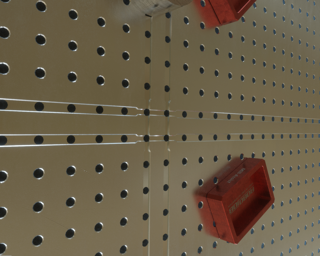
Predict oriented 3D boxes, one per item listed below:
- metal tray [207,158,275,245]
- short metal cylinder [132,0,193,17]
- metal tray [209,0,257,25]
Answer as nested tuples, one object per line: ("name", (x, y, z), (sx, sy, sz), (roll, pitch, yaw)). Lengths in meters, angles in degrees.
("metal tray", (0.141, 0.119, 0.523), (0.131, 0.030, 0.090), (-30, 109, -36))
("short metal cylinder", (0.003, -0.190, 0.395), (0.081, 0.050, 0.079), (0, 90, -40))
("metal tray", (0.126, -0.243, 0.510), (0.130, 0.030, 0.090), (-49, 119, -29))
